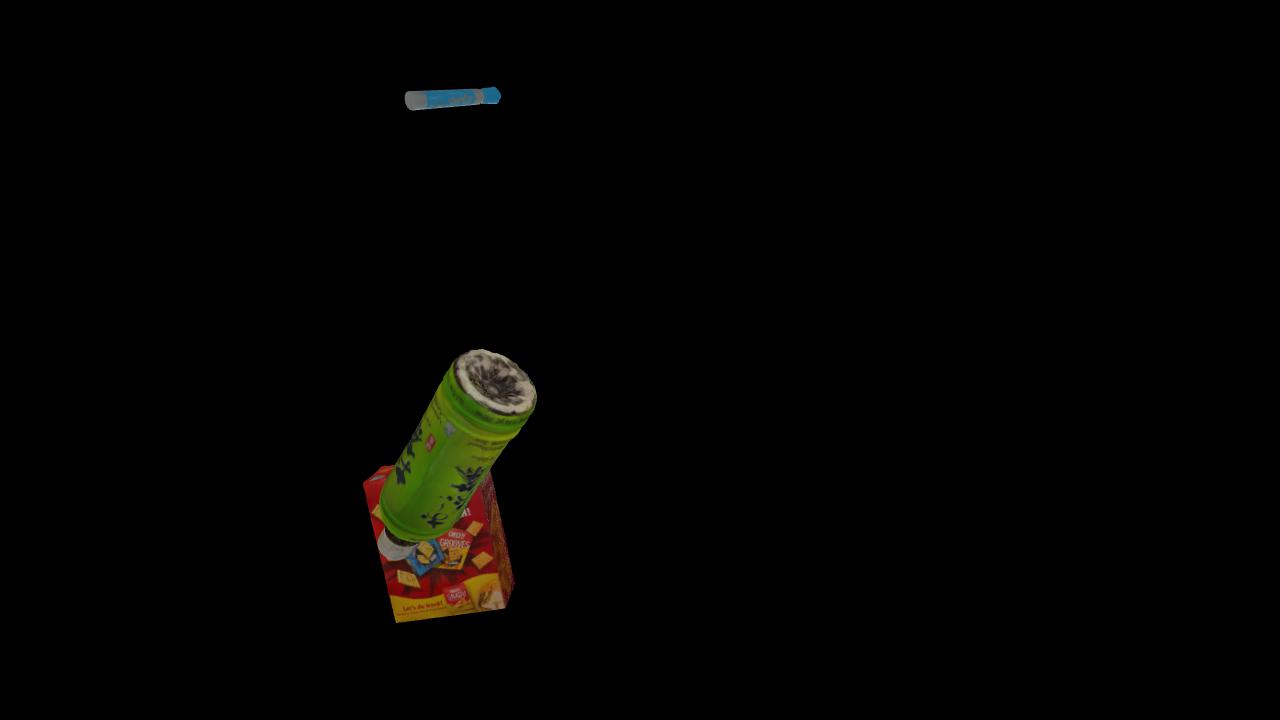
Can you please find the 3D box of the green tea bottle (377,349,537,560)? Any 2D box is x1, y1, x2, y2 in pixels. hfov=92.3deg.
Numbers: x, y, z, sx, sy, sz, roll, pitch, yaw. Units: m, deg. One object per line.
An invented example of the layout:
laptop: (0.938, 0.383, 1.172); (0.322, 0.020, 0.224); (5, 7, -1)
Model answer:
green tea bottle: (-0.158, 0.088, 0.494); (0.073, 0.212, 0.073); (27, 29, -16)

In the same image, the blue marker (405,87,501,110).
blue marker: (-0.203, -0.291, 0.683); (0.020, 0.020, 0.121); (0, 21, 41)

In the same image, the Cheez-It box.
Cheez-It box: (-0.287, 0.257, 0.892); (0.166, 0.223, 0.071); (-8, 12, 2)
